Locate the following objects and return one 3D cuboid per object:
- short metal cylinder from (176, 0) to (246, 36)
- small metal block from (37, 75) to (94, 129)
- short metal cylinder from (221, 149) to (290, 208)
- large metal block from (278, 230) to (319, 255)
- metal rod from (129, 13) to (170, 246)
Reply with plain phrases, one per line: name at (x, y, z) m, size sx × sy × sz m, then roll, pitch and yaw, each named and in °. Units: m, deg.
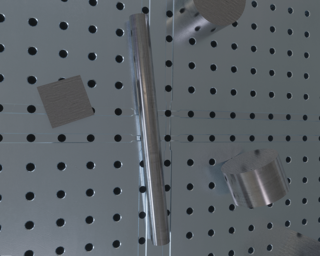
short metal cylinder at (0.069, -0.173, 0.425) m, size 0.081 × 0.050 × 0.079 m, roll 0°, pitch 90°, yaw -20°
small metal block at (-0.113, -0.031, 0.371) m, size 0.050 × 0.025 × 0.050 m, roll -21°, pitch 97°, yaw -19°
short metal cylinder at (0.132, 0.068, 0.433) m, size 0.081 × 0.080 × 0.050 m, roll -24°, pitch 99°, yaw -18°
large metal block at (0.226, 0.215, 0.468) m, size 0.050 × 0.080 × 0.080 m, roll 41°, pitch 77°, yaw -16°
metal rod at (-0.013, 0.004, 0.407) m, size 0.025 × 0.025 × 0.298 m, roll -6°, pitch 92°, yaw -20°
